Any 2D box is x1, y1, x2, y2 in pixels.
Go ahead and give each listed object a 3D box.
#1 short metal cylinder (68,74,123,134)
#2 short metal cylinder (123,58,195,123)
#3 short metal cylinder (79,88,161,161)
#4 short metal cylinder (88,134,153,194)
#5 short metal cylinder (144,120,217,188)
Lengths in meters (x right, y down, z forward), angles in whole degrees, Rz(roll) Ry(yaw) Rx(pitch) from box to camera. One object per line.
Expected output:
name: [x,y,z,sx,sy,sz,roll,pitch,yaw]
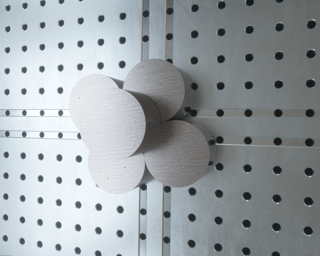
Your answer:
short metal cylinder: [-0.076,-0.031,0.424,0.080,0.050,0.079,0,90,19]
short metal cylinder: [0.000,-0.044,0.398,0.080,0.050,0.079,0,90,19]
short metal cylinder: [-0.045,-0.005,0.359,0.080,0.050,0.079,1,92,19]
short metal cylinder: [-0.048,0.044,0.414,0.080,0.050,0.079,0,90,19]
short metal cylinder: [0.027,0.030,0.388,0.080,0.050,0.079,0,90,19]
